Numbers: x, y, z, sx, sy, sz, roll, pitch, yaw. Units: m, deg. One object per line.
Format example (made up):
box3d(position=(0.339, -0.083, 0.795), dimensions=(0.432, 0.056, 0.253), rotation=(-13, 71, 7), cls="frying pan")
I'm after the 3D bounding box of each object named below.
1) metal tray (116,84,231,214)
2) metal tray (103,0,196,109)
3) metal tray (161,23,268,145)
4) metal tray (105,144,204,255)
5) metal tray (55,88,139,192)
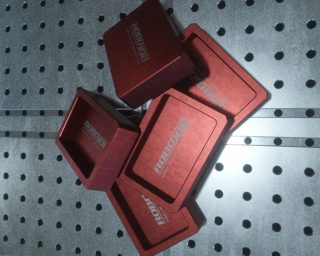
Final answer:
box3d(position=(0.014, 0.024, 0.372), dimensions=(0.090, 0.030, 0.129), rotation=(30, 99, 17), cls="metal tray")
box3d(position=(-0.019, -0.096, 0.384), dimensions=(0.090, 0.030, 0.130), rotation=(-32, 50, 16), cls="metal tray")
box3d(position=(0.057, -0.054, 0.389), dimensions=(0.090, 0.030, 0.130), rotation=(-45, 77, 14), cls="metal tray")
box3d(position=(-0.014, 0.095, 0.414), dimensions=(0.090, 0.030, 0.130), rotation=(-34, 79, 16), cls="metal tray")
box3d(position=(-0.088, 0.011, 0.407), dimensions=(0.130, 0.030, 0.090), rotation=(37, 103, 47), cls="metal tray")
